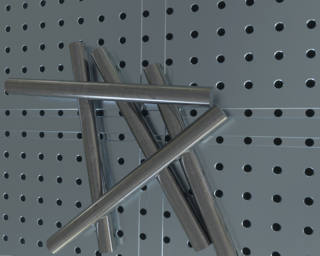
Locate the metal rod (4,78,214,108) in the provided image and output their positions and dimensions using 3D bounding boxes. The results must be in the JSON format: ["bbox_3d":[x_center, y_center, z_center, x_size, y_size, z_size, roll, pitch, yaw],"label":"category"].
[{"bbox_3d":[-0.081,-0.049,0.413,0.301,0.025,0.025,5,92,19],"label":"metal rod"}]

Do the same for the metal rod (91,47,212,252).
[{"bbox_3d":[-0.016,0.021,0.417,0.025,0.025,0.299,-32,80,17],"label":"metal rod"}]

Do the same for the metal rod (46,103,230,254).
[{"bbox_3d":[-0.039,0.073,0.398,0.300,0.025,0.025,-40,78,15],"label":"metal rod"}]

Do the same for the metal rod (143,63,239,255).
[{"bbox_3d":[0.044,0.056,0.396,0.025,0.025,0.299,-24,82,18],"label":"metal rod"}]

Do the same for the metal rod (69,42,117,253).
[{"bbox_3d":[-0.097,0.025,0.445,0.025,0.025,0.298,-10,87,19],"label":"metal rod"}]
